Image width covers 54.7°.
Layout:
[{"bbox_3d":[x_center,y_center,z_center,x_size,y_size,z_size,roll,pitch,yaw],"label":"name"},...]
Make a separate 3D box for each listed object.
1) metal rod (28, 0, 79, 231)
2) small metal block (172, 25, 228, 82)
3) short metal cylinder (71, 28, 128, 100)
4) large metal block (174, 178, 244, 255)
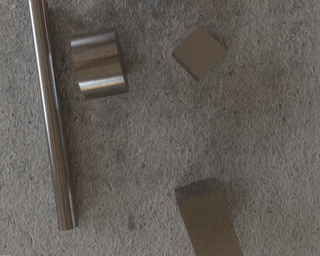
[{"bbox_3d":[-0.140,-0.017,0.408,0.025,0.025,0.298,-8,90,0],"label":"metal rod"},{"bbox_3d":[0.052,-0.098,0.411,0.050,0.025,0.050,-44,91,0],"label":"small metal block"},{"bbox_3d":[-0.071,-0.078,0.382,0.050,0.080,0.080,-11,90,0],"label":"short metal cylinder"},{"bbox_3d":[0.056,0.114,0.383,0.050,0.080,0.080,-20,90,0],"label":"large metal block"}]
